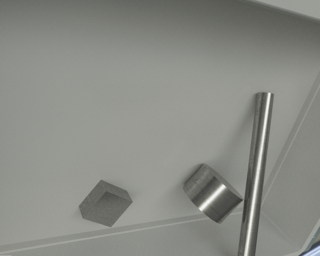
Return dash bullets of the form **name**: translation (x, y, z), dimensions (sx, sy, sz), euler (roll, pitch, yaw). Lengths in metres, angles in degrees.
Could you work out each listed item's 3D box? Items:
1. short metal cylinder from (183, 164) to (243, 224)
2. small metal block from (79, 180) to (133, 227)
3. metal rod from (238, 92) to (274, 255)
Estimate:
- **short metal cylinder**: translation (0.083, 0.101, 0.483), dimensions (0.050, 0.080, 0.080), euler (-49, 129, 6)
- **small metal block**: translation (-0.076, 0.107, 0.435), dimensions (0.050, 0.025, 0.050), euler (34, 99, -39)
- **metal rod**: translation (0.141, 0.096, 0.465), dimensions (0.025, 0.025, 0.298), euler (8, 88, -32)
